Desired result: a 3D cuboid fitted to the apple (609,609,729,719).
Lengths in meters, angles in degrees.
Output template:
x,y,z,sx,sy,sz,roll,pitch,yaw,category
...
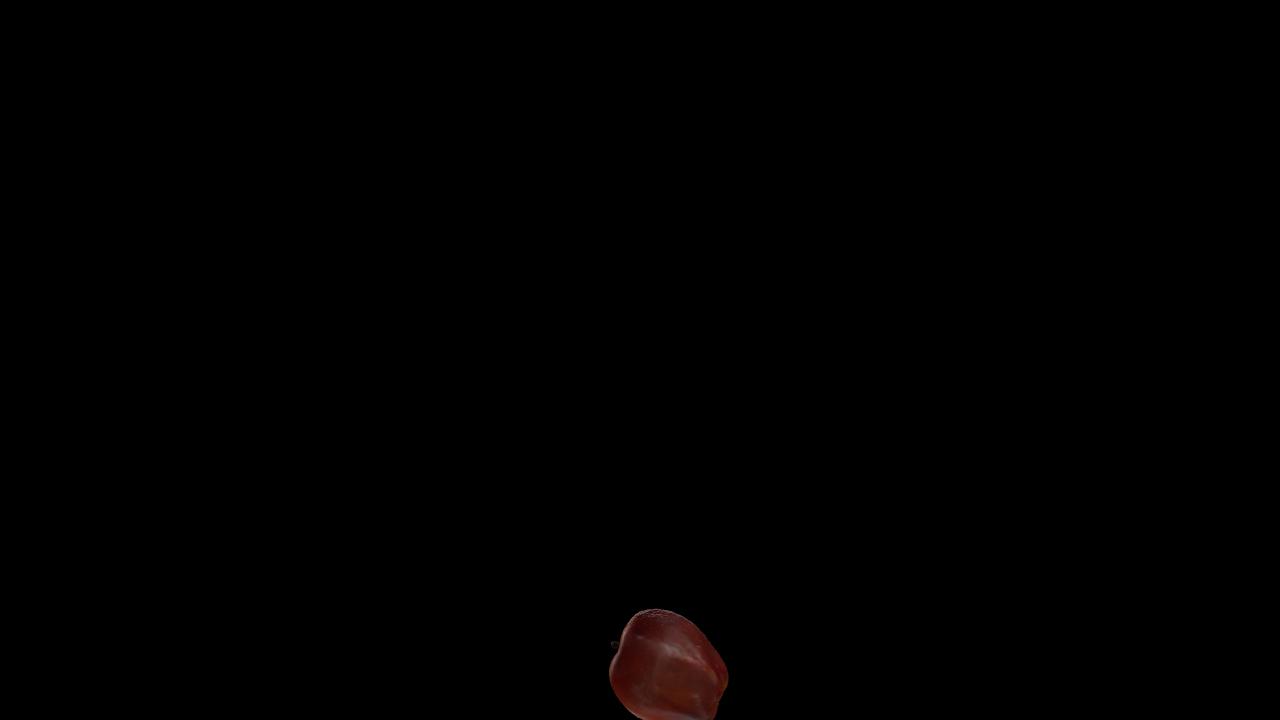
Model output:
x,y,z,sx,sy,sz,roll,pitch,yaw,category
0.020,0.237,0.472,0.093,0.079,0.079,22,6,17,apple
